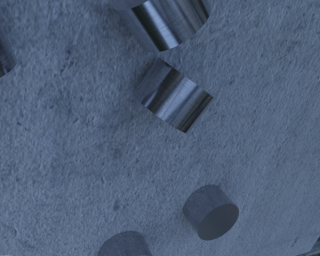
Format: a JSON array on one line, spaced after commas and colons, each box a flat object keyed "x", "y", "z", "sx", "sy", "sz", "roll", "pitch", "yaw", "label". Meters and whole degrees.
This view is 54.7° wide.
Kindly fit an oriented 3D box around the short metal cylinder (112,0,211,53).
[{"x": 0.002, "y": -0.120, "z": 0.299, "sx": 0.080, "sy": 0.080, "sz": 0.050, "roll": -40, "pitch": 130, "yaw": -1, "label": "short metal cylinder"}]

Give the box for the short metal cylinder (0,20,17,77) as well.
[{"x": -0.163, "y": -0.065, "z": 0.242, "sx": 0.081, "sy": 0.080, "sz": 0.050, "roll": -21, "pitch": 127, "yaw": -16, "label": "short metal cylinder"}]

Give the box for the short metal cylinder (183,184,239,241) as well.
[{"x": 0.087, "y": 0.144, "z": 0.530, "sx": 0.081, "sy": 0.050, "sz": 0.079, "roll": -14, "pitch": 125, "yaw": -21, "label": "short metal cylinder"}]

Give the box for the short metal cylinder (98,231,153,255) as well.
[{"x": -0.053, "y": 0.213, "z": 0.495, "sx": 0.081, "sy": 0.050, "sz": 0.079, "roll": -14, "pitch": 125, "yaw": -21, "label": "short metal cylinder"}]

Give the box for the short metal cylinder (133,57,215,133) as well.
[{"x": 0.016, "y": -0.038, "z": 0.358, "sx": 0.080, "sy": 0.080, "sz": 0.050, "roll": 29, "pitch": 102, "yaw": -38, "label": "short metal cylinder"}]
